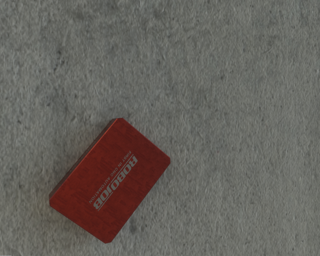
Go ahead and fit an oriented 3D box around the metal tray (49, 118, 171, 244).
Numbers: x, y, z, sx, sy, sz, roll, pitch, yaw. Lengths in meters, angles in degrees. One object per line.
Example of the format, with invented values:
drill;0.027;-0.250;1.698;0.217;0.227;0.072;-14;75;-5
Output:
metal tray;-0.060;0.063;0.385;0.090;0.030;0.130;42;77;-16
